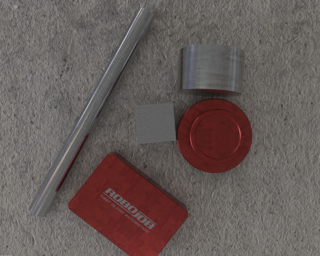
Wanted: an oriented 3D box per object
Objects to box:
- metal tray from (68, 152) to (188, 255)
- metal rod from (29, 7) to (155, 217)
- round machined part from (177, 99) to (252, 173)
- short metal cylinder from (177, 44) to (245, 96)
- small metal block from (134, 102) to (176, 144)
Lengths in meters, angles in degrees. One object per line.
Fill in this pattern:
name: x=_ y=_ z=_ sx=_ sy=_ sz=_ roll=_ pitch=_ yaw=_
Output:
metal tray: x=-0.040 y=0.104 z=0.407 sx=0.130 sy=0.030 sz=0.090 roll=38 pitch=90 yaw=0
metal rod: x=-0.089 y=-0.021 z=0.409 sx=0.025 sy=0.025 sz=0.299 roll=29 pitch=90 yaw=0
round machined part: x=0.071 y=0.010 z=0.402 sx=0.099 sy=0.042 sz=0.097 roll=0 pitch=90 yaw=0
short metal cylinder: x=0.062 y=-0.068 z=0.383 sx=0.080 sy=0.080 sz=0.050 roll=4 pitch=90 yaw=0
small metal block: x=-0.006 y=-0.006 z=0.410 sx=0.050 sy=0.025 sz=0.050 roll=-5 pitch=90 yaw=0
